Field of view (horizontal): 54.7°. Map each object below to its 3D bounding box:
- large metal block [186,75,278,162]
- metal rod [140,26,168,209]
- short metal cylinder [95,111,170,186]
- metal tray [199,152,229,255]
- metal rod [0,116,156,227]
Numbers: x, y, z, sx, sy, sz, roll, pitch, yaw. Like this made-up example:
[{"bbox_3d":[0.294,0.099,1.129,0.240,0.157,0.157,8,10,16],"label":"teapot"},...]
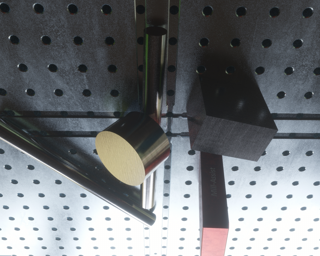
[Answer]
[{"bbox_3d":[0.079,-0.013,0.365,0.081,0.080,0.050,11,129,-10],"label":"large metal block"},{"bbox_3d":[-0.013,0.012,0.421,0.025,0.025,0.298,2,130,-2],"label":"metal rod"},{"bbox_3d":[-0.035,0.026,0.392,0.080,0.050,0.079,24,134,28],"label":"short metal cylinder"},{"bbox_3d":[0.071,0.103,0.430,0.030,0.130,0.089,1,130,5],"label":"metal tray"},{"bbox_3d":[-0.116,0.079,0.477,0.025,0.025,0.301,-35,123,25],"label":"metal rod"}]
